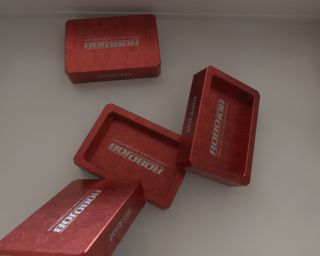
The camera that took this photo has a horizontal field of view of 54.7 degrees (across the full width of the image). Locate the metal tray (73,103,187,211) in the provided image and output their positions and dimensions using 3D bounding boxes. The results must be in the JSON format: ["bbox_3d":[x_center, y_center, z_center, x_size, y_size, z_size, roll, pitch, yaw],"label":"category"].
[{"bbox_3d":[-0.029,0.035,0.393,0.130,0.030,0.090,25,72,8],"label":"metal tray"}]

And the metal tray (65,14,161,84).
[{"bbox_3d":[-0.068,-0.115,0.448,0.131,0.030,0.090,-5,70,-3],"label":"metal tray"}]

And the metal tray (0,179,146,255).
[{"bbox_3d":[-0.079,0.094,0.311,0.090,0.131,0.030,-3,106,19],"label":"metal tray"}]

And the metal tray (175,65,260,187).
[{"bbox_3d":[0.076,-0.001,0.386,0.091,0.030,0.130,22,68,-24],"label":"metal tray"}]
